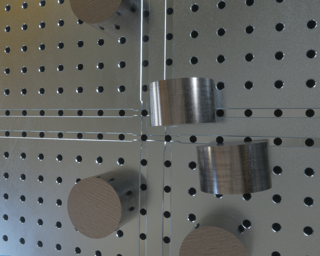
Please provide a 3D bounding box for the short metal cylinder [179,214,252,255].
[{"bbox_3d":[0.069,0.151,0.375,0.080,0.050,0.079,0,90,19],"label":"short metal cylinder"}]

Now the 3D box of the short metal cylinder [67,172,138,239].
[{"bbox_3d":[-0.078,0.104,0.426,0.080,0.050,0.079,0,90,19],"label":"short metal cylinder"}]

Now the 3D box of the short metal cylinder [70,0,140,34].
[{"bbox_3d":[-0.075,-0.175,0.425,0.080,0.050,0.079,0,90,19],"label":"short metal cylinder"}]

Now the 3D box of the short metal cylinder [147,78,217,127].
[{"bbox_3d":[0.026,-0.029,0.373,0.080,0.080,0.050,-4,89,19],"label":"short metal cylinder"}]

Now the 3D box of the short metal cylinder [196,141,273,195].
[{"bbox_3d":[0.084,0.043,0.354,0.080,0.080,0.050,-6,88,19],"label":"short metal cylinder"}]
